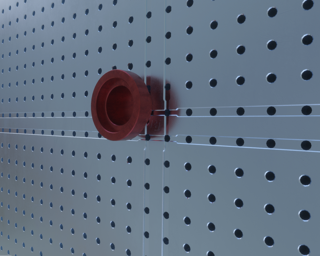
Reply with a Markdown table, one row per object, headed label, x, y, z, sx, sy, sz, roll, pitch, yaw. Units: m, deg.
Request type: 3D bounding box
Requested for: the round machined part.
| label | x | y | z | sx | sy | sz | roll | pitch | yaw |
| --- | --- | --- | --- | --- | --- | --- | --- | --- | --- |
| round machined part | -0.050 | -0.031 | 0.437 | 0.098 | 0.042 | 0.097 | 0 | 90 | 39 |
